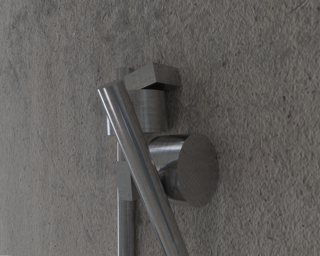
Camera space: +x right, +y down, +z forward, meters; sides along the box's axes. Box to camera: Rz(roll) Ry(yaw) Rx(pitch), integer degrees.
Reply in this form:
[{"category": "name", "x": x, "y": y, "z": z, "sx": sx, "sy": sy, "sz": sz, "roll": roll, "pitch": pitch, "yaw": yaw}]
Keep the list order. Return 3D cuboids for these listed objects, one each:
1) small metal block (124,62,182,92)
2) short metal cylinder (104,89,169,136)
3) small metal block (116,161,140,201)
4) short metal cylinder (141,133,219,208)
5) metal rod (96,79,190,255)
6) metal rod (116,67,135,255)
[{"category": "small metal block", "x": -0.009, "y": -0.060, "z": 0.396, "sx": 0.050, "sy": 0.050, "sz": 0.025, "roll": -18, "pitch": 79, "yaw": 38}, {"category": "short metal cylinder", "x": -0.031, "y": -0.017, "z": 0.394, "sx": 0.080, "sy": 0.081, "sz": 0.050, "roll": -6, "pitch": 86, "yaw": 40}, {"category": "small metal block", "x": -0.030, "y": 0.067, "z": 0.413, "sx": 0.025, "sy": 0.050, "sz": 0.050, "roll": -8, "pitch": 85, "yaw": 40}, {"category": "short metal cylinder", "x": 0.024, "y": 0.047, "z": 0.350, "sx": 0.050, "sy": 0.081, "sz": 0.080, "roll": -6, "pitch": 86, "yaw": 40}, {"category": "metal rod", "x": 0.003, "y": 0.095, "z": 0.320, "sx": 0.025, "sy": 0.025, "sz": 0.298, "roll": -4, "pitch": 113, "yaw": 40}, {"category": "metal rod", "x": -0.049, "y": 0.064, "z": 0.445, "sx": 0.025, "sy": 0.025, "sz": 0.298, "roll": -1, "pitch": 90, "yaw": 40}]
